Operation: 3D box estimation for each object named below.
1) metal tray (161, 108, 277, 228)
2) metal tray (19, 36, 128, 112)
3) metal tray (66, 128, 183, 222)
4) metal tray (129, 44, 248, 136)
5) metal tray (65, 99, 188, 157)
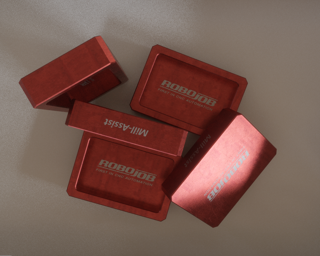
[{"bbox_3d":[0.076,0.051,0.389,0.090,0.030,0.130,39,90,-29],"label":"metal tray"},{"bbox_3d":[-0.088,-0.054,0.355,0.090,0.130,0.030,-30,91,0],"label":"metal tray"},{"bbox_3d":[-0.044,0.059,0.405,0.131,0.030,0.090,16,90,-1],"label":"metal tray"},{"bbox_3d":[0.037,-0.043,0.408,0.131,0.030,0.090,21,90,-1],"label":"metal tray"},{"bbox_3d":[-0.036,-0.001,0.376,0.131,0.090,0.030,16,90,-1],"label":"metal tray"}]
